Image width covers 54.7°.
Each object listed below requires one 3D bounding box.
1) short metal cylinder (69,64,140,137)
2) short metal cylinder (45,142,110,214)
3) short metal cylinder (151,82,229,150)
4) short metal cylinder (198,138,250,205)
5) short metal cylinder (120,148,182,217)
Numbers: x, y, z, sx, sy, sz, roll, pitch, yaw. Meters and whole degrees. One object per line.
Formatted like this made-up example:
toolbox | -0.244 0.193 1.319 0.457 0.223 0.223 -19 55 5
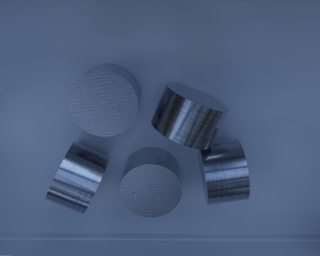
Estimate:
short metal cylinder | -0.066 -0.035 0.382 0.081 0.050 0.079 0 110 -1
short metal cylinder | -0.105 0.064 0.402 0.050 0.080 0.080 26 108 -10
short metal cylinder | 0.036 -0.016 0.376 0.080 0.080 0.050 20 109 -8
short metal cylinder | 0.080 0.056 0.402 0.050 0.080 0.079 -8 110 3
short metal cylinder | -0.012 0.074 0.423 0.081 0.050 0.079 0 110 -1
